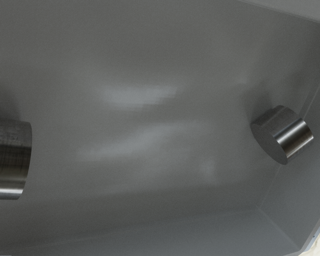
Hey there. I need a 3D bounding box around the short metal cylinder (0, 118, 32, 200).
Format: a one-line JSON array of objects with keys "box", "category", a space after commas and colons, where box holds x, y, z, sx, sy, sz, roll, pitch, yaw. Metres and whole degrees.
[{"box": [-0.162, 0.029, 0.303, 0.050, 0.080, 0.079, 11, 113, -33], "category": "short metal cylinder"}]

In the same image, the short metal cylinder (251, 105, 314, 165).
[{"box": [0.190, 0.011, 0.487, 0.050, 0.080, 0.080, -36, 130, -4], "category": "short metal cylinder"}]
